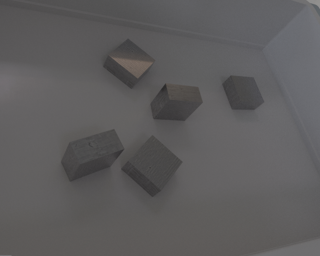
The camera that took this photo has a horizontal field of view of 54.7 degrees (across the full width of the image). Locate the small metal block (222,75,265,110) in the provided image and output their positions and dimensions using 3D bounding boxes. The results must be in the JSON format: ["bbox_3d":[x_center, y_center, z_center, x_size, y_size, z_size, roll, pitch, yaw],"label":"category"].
[{"bbox_3d":[0.138,-0.058,0.515,0.050,0.025,0.050,-1,62,-29],"label":"small metal block"}]

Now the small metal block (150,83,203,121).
[{"bbox_3d":[0.022,-0.034,0.422,0.050,0.050,0.025,2,61,-27],"label":"small metal block"}]

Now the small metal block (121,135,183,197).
[{"bbox_3d":[-0.009,0.045,0.373,0.050,0.025,0.050,42,51,0],"label":"small metal block"}]

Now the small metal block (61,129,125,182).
[{"bbox_3d":[-0.073,0.029,0.332,0.050,0.050,0.025,-18,72,-35],"label":"small metal block"}]

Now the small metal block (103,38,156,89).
[{"bbox_3d":[-0.043,-0.091,0.438,0.050,0.025,0.050,38,51,-3],"label":"small metal block"}]
